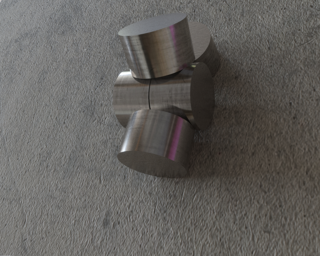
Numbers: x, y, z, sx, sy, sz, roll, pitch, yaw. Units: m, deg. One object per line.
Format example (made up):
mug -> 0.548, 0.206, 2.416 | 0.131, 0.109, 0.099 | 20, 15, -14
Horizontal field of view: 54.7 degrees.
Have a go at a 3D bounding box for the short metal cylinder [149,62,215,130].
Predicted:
short metal cylinder -> 0.029, -0.037, 0.376 | 0.050, 0.080, 0.080 | 0, 62, 29

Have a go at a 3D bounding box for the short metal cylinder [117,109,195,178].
short metal cylinder -> -0.004, 0.020, 0.359 | 0.080, 0.080, 0.050 | 0, 62, 28

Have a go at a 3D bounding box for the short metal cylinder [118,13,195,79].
short metal cylinder -> -0.003, -0.098, 0.365 | 0.080, 0.050, 0.080 | -12, 29, 7

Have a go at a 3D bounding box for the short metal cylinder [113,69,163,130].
short metal cylinder -> -0.016, -0.037, 0.401 | 0.050, 0.080, 0.080 | 1, 62, 28

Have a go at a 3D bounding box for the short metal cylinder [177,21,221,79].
short metal cylinder -> 0.039, -0.100, 0.430 | 0.080, 0.050, 0.080 | -13, 56, 20
